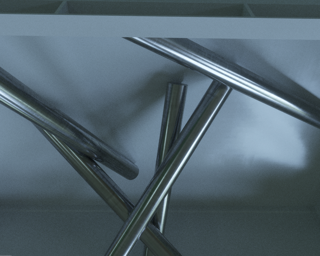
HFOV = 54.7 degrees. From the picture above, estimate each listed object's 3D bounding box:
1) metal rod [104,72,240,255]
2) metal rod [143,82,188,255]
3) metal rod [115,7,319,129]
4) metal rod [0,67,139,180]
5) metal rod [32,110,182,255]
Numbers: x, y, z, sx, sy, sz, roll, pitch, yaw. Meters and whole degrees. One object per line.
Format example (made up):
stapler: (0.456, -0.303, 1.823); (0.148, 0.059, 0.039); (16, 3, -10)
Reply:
metal rod: (0.005, 0.059, 0.362); (0.025, 0.025, 0.299); (31, 93, -23)
metal rod: (0.001, 0.090, 0.405); (0.025, 0.025, 0.298); (7, 105, -6)
metal rod: (0.094, -0.050, 0.336); (0.302, 0.025, 0.025); (19, 128, -27)
metal rod: (-0.095, 0.006, 0.340); (0.025, 0.025, 0.300); (-17, 151, 14)
metal rod: (-0.059, 0.086, 0.391); (0.300, 0.025, 0.025); (47, 119, 0)
